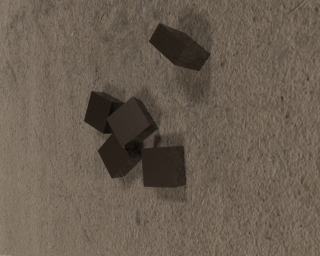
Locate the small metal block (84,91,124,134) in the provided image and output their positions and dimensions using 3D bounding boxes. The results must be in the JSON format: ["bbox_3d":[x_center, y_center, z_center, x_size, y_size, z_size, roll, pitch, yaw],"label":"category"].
[{"bbox_3d":[-0.086,-0.024,0.473,0.050,0.025,0.050,28,107,36],"label":"small metal block"}]

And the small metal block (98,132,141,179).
[{"bbox_3d":[-0.058,0.038,0.451,0.050,0.025,0.050,-46,63,30],"label":"small metal block"}]

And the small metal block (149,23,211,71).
[{"bbox_3d":[0.024,-0.095,0.368,0.050,0.050,0.025,48,119,29],"label":"small metal block"}]

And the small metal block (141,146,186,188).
[{"bbox_3d":[0.004,0.050,0.400,0.050,0.025,0.050,-7,86,39],"label":"small metal block"}]

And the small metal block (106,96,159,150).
[{"bbox_3d":[-0.038,-0.006,0.426,0.050,0.025,0.050,-38,66,15],"label":"small metal block"}]
